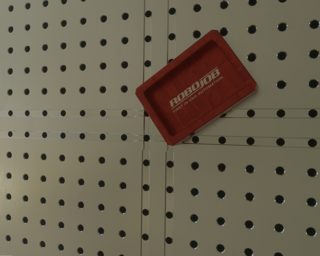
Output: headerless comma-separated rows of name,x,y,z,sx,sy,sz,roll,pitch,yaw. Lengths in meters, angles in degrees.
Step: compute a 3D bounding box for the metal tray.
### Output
metal tray,0.044,-0.048,0.394,0.130,0.030,0.090,-36,79,16
